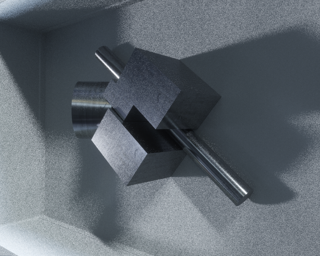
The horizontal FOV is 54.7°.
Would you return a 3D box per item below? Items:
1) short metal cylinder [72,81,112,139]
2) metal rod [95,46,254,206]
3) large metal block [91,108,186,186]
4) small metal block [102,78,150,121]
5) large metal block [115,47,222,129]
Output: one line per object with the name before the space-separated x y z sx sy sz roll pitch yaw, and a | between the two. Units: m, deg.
short metal cylinder | -0.086 -0.025 0.430 0.050 0.080 0.079 1 91 0
metal rod | 0.001 -0.020 0.403 0.300 0.025 0.025 47 118 29
large metal block | -0.024 0.021 0.388 0.080 0.081 0.050 47 118 29
small metal block | -0.034 -0.034 0.385 0.050 0.050 0.025 48 119 29
large metal block | 0.010 -0.044 0.360 0.080 0.081 0.050 48 118 29
